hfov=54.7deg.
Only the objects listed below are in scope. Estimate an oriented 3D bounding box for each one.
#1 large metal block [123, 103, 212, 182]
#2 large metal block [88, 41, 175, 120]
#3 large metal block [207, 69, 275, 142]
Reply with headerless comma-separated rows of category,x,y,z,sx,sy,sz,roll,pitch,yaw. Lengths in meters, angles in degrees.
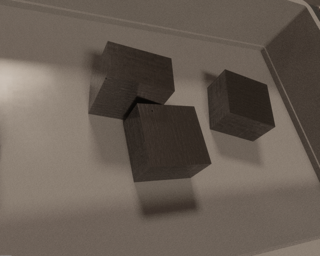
large metal block,0.007,0.018,0.384,0.081,0.050,0.080,1,62,-28
large metal block,-0.038,-0.052,0.383,0.081,0.080,0.050,10,58,-23
large metal block,0.123,-0.034,0.479,0.081,0.050,0.080,15,56,-20
